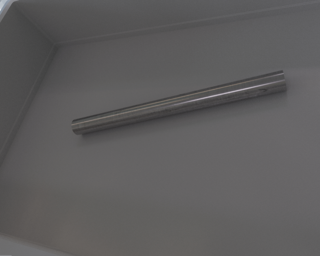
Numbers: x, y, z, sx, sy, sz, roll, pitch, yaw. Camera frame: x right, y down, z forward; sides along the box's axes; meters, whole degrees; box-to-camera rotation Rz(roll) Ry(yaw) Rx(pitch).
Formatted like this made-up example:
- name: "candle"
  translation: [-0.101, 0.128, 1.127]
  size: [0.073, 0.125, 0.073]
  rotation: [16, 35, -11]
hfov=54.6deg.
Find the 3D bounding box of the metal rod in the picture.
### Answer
- name: "metal rod"
  translation: [0.010, -0.029, 0.419]
  size: [0.300, 0.025, 0.025]
  rotation: [-11, 57, 22]
